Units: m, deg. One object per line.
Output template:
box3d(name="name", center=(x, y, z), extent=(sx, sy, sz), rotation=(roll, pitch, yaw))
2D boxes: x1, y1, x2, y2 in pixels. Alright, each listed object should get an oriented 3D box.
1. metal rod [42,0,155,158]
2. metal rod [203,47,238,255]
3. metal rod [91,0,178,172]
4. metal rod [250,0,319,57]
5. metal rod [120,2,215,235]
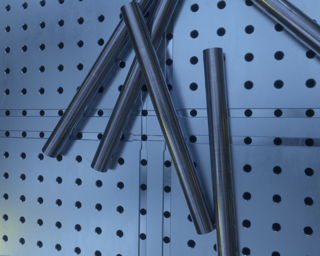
box3d(name="metal rod", center=(-0.084, -0.083, 0.440), extent=(0.025, 0.025, 0.299), rotation=(38, 102, 16))
box3d(name="metal rod", center=(0.076, 0.051, 0.385), extent=(0.025, 0.025, 0.298), rotation=(-4, 89, 19))
box3d(name="metal rod", center=(-0.028, -0.078, 0.421), extent=(0.025, 0.025, 0.298), rotation=(26, 98, 18))
box3d(name="metal rod", center=(0.124, -0.156, 0.368), extent=(0.300, 0.025, 0.025), rotation=(46, 104, 14))
box3d(name="metal rod", center=(0.010, -0.012, 0.391), extent=(0.025, 0.025, 0.298), rotation=(-19, 90, 19))
